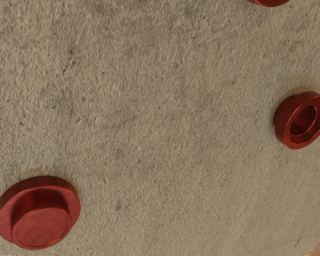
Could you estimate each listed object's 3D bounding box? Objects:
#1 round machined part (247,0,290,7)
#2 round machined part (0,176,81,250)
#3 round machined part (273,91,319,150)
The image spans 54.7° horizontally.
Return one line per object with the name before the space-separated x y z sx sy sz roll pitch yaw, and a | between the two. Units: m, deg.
round machined part | 0.121 -0.189 0.345 0.099 0.042 0.097 -14 124 -21
round machined part | -0.148 0.111 0.384 0.099 0.042 0.097 -14 124 -21
round machined part | 0.228 -0.016 0.510 0.099 0.042 0.097 -14 124 -21
